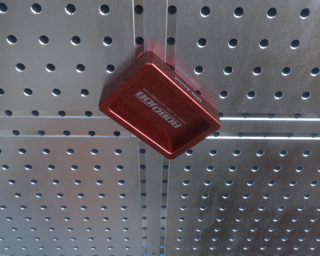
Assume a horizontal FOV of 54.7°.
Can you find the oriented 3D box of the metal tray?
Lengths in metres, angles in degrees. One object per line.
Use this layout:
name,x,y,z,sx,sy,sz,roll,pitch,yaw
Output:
metal tray,0.002,-0.022,0.389,0.090,0.030,0.130,-37,122,27
